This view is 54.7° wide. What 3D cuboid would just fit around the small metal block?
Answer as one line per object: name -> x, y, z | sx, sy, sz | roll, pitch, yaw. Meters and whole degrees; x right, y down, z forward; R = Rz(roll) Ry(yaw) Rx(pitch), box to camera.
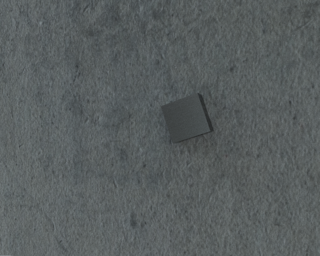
small metal block -> 0.035, -0.012, 0.396 | 0.050, 0.025, 0.050 | -19, 84, 18
